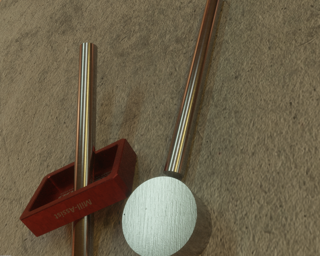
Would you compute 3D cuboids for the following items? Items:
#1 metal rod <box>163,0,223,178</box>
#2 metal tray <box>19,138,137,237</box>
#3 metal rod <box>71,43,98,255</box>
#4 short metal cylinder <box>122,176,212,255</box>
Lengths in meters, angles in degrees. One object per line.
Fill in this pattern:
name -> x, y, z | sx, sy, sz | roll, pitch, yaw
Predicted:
metal rod -> 0.052, -0.077, 0.422 | 0.025, 0.025, 0.300 | 1, 62, 28
metal tray -> -0.095, 0.070, 0.379 | 0.130, 0.030, 0.090 | -25, 23, 12
metal rod -> -0.094, 0.028, 0.392 | 0.025, 0.025, 0.299 | -10, 70, 22
short metal cylinder -> 0.008, 0.097, 0.323 | 0.080, 0.050, 0.080 | -13, 56, 20
